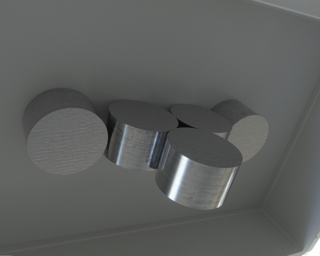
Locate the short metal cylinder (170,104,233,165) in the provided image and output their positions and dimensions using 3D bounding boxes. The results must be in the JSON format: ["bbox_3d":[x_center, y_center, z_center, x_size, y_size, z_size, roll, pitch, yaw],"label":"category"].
[{"bbox_3d":[0.046,0.009,0.401,0.081,0.080,0.050,2,118,-29],"label":"short metal cylinder"}]

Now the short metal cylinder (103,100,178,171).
[{"bbox_3d":[-0.024,0.007,0.361,0.081,0.080,0.050,2,118,-29],"label":"short metal cylinder"}]

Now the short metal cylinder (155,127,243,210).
[{"bbox_3d":[0.040,0.040,0.329,0.081,0.080,0.050,2,118,-29],"label":"short metal cylinder"}]

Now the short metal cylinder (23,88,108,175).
[{"bbox_3d":[-0.103,0.004,0.336,0.081,0.050,0.079,-14,124,-21],"label":"short metal cylinder"}]

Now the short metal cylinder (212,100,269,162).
[{"bbox_3d":[0.109,0.005,0.453,0.081,0.050,0.079,-14,124,-21],"label":"short metal cylinder"}]
